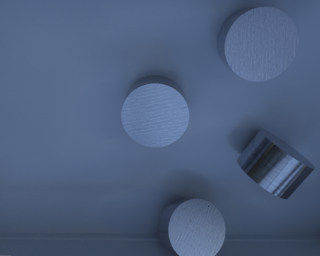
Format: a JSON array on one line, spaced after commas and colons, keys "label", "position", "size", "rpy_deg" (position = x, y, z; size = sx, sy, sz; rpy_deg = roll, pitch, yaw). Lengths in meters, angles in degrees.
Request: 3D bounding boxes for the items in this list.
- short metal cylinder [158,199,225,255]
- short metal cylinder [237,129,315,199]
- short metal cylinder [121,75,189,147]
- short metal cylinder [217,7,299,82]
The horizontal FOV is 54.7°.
[{"label": "short metal cylinder", "position": [0.043, 0.139, 0.429], "size": [0.081, 0.050, 0.080], "rpy_deg": [4, 76, -16]}, {"label": "short metal cylinder", "position": [0.148, 0.045, 0.400], "size": [0.080, 0.080, 0.050], "rpy_deg": [30, 107, -11]}, {"label": "short metal cylinder", "position": [-0.006, -0.022, 0.390], "size": [0.081, 0.050, 0.079], "rpy_deg": [0, 110, 0]}, {"label": "short metal cylinder", "position": [0.111, -0.099, 0.362], "size": [0.081, 0.050, 0.079], "rpy_deg": [0, 110, 0]}]
